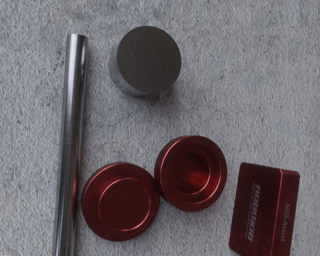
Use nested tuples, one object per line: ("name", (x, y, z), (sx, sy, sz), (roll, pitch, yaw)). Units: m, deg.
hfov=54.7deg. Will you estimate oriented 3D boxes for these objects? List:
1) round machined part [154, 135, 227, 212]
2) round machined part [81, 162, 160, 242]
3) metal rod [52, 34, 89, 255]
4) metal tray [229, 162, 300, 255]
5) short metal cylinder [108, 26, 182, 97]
("round machined part", (0.037, 0.058, 0.413), (0.099, 0.042, 0.097), (0, 89, -24))
("round machined part", (-0.046, 0.092, 0.384), (0.099, 0.042, 0.097), (0, 90, -20))
("metal rod", (-0.108, 0.040, 0.369), (0.025, 0.025, 0.298), (4, 89, -20))
("metal tray", (0.141, 0.117, 0.428), (0.030, 0.090, 0.129), (10, 87, -20))
("short metal cylinder", (-0.020, -0.081, 0.389), (0.081, 0.050, 0.079), (0, 90, -21))
